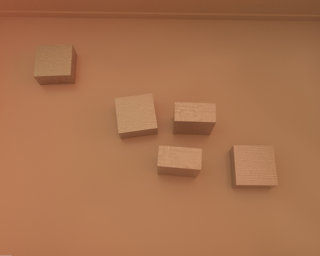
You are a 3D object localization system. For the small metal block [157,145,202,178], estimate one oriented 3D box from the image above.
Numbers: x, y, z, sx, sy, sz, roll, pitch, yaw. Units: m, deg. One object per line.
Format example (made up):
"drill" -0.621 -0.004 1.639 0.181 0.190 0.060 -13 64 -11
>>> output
"small metal block" 0.023 0.042 0.381 0.050 0.050 0.025 4 70 1

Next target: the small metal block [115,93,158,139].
"small metal block" -0.032 -0.016 0.415 0.050 0.025 0.050 -8 70 -3

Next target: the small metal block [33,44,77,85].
"small metal block" -0.148 -0.090 0.441 0.050 0.025 0.050 -2 70 -1

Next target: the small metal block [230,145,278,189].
"small metal block" 0.117 0.049 0.392 0.050 0.025 0.050 1 70 0

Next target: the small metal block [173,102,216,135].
"small metal block" 0.043 -0.011 0.400 0.050 0.050 0.025 2 70 0
